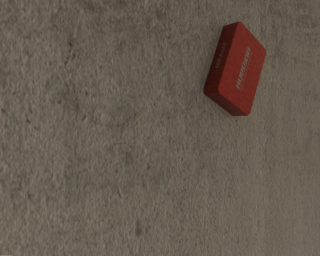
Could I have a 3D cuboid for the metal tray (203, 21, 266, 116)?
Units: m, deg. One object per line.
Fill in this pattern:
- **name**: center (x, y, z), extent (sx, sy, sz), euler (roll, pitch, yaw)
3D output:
- **metal tray**: center (0.127, -0.095, 0.510), extent (0.090, 0.030, 0.130), euler (30, 71, -36)
